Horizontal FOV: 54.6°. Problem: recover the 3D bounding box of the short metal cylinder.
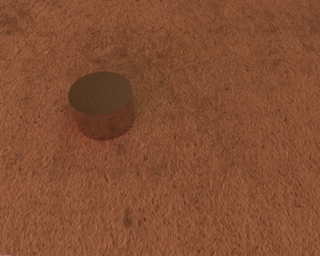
[{"bbox_3d":[-0.075,-0.030,0.412,0.080,0.050,0.080,0,50,0],"label":"short metal cylinder"}]
